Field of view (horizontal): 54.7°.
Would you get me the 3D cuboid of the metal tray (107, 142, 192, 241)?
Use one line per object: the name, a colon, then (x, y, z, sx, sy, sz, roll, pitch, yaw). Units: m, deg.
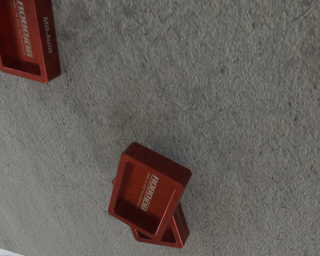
metal tray: (-0.019, 0.091, 0.430, 0.090, 0.030, 0.129, 26, 128, 11)

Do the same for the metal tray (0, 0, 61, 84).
metal tray: (-0.188, -0.133, 0.420, 0.090, 0.030, 0.129, 16, 125, 19)

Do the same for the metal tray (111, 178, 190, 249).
metal tray: (-0.013, 0.127, 0.488, 0.090, 0.030, 0.129, -3, 117, 29)
